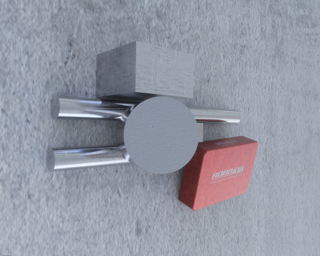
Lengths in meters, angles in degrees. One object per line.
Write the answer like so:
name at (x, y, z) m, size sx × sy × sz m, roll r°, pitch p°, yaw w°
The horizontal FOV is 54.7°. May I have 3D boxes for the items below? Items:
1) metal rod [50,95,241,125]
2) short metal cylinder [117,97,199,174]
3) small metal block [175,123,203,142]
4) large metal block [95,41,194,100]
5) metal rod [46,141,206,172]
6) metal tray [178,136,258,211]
metal rod at (0.008, -0.019, 0.415) m, size 0.302 × 0.025 × 0.025 m, roll 1°, pitch 90°, yaw -40°
short metal cylinder at (-0.004, 0.008, 0.342) m, size 0.081 × 0.050 × 0.080 m, roll 0°, pitch 88°, yaw -16°
small metal block at (0.021, 0.005, 0.409) m, size 0.050 × 0.050 × 0.025 m, roll 1°, pitch 90°, yaw -40°
large metal block at (-0.019, -0.060, 0.357) m, size 0.081 × 0.080 × 0.050 m, roll 1°, pitch 90°, yaw -40°
metal rod at (0.004, 0.032, 0.412) m, size 0.302 × 0.025 × 0.025 m, roll 0°, pitch 90°, yaw -40°
metal tray at (0.090, 0.063, 0.463) m, size 0.131 × 0.030 × 0.089 m, roll -5°, pitch 111°, yaw -41°
